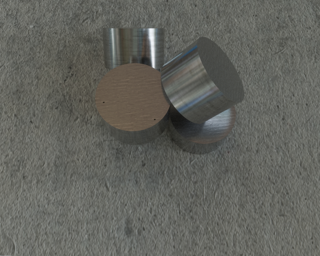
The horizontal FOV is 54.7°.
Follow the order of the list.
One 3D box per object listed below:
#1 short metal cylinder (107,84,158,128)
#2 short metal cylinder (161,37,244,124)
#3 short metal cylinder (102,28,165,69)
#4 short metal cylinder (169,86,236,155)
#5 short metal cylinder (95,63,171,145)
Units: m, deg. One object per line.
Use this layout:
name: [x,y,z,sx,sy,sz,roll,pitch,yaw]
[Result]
short metal cylinder: [-0.039,-0.030,0.406,0.081,0.050,0.080,0,70,0]
short metal cylinder: [0.047,-0.051,0.339,0.050,0.081,0.080,-32,67,34]
short metal cylinder: [-0.034,-0.107,0.412,0.081,0.080,0.050,0,109,0]
short metal cylinder: [0.052,-0.011,0.400,0.081,0.050,0.080,0,70,0]
short metal cylinder: [-0.028,-0.026,0.351,0.081,0.050,0.080,0,70,0]
